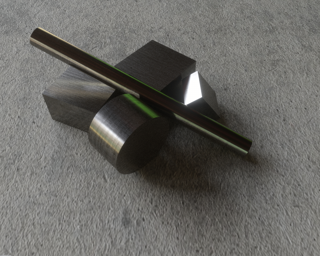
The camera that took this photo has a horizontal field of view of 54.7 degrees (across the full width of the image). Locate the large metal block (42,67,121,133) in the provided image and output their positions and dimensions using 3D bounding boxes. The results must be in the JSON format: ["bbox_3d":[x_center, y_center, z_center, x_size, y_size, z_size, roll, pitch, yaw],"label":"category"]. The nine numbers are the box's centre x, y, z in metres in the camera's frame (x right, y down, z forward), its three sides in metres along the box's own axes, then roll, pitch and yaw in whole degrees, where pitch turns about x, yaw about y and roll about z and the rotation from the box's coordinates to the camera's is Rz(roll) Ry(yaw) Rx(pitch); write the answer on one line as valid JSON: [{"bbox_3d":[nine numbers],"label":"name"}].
[{"bbox_3d":[-0.096,-0.042,0.423,0.080,0.050,0.080,20,53,16],"label":"large metal block"}]

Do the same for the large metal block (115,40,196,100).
[{"bbox_3d":[-0.006,-0.073,0.447,0.080,0.050,0.080,32,57,24],"label":"large metal block"}]

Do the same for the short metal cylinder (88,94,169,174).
[{"bbox_3d":[-0.035,0.007,0.362,0.080,0.080,0.050,-37,59,-27],"label":"short metal cylinder"}]

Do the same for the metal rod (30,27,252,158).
[{"bbox_3d":[-0.024,-0.045,0.389,0.301,0.025,0.025,28,54,2],"label":"metal rod"}]

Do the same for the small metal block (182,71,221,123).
[{"bbox_3d":[0.056,-0.040,0.420,0.025,0.050,0.050,-26,45,26],"label":"small metal block"}]
